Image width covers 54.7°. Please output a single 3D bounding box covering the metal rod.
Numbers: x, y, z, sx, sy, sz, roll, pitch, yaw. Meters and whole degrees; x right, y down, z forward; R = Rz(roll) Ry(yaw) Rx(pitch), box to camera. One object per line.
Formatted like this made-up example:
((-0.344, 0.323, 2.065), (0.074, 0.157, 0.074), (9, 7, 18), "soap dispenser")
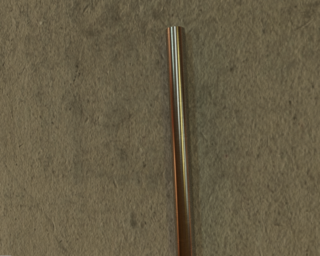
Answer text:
((0.027, 0.021, 0.398), (0.025, 0.025, 0.298), (-3, 89, 19), "metal rod")
